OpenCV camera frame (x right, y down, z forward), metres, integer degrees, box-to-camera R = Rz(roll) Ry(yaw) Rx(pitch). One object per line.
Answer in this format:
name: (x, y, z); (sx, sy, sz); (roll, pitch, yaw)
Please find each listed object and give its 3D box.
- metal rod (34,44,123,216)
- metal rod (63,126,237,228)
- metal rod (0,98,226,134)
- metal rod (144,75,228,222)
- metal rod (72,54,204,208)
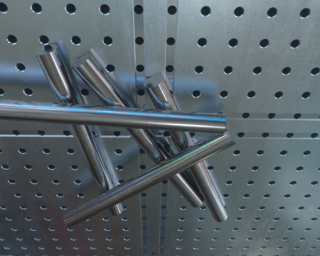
metal rod: (-0.099, 0.026, 0.432); (0.025, 0.025, 0.298); (-8, 130, 6)
metal rod: (-0.028, 0.079, 0.445); (0.300, 0.025, 0.025); (-31, 124, 23)
metal rod: (-0.073, -0.015, 0.365); (0.302, 0.025, 0.025); (4, 130, -4)
metal rod: (0.050, 0.050, 0.454); (0.025, 0.025, 0.299); (-18, 128, 14)
metal rod: (-0.013, 0.023, 0.430); (0.025, 0.025, 0.300); (-24, 127, 19)
